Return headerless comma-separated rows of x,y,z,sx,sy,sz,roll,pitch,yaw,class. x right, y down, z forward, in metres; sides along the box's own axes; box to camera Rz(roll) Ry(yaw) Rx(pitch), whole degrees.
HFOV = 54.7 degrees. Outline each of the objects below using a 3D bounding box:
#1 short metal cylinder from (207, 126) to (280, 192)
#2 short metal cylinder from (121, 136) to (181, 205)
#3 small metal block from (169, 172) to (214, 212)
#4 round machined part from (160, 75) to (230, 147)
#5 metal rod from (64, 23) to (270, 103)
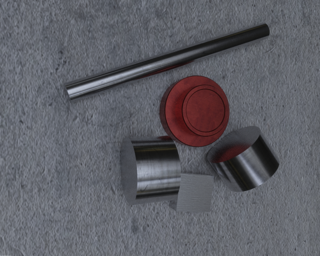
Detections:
0.112,0.041,0.421,0.080,0.080,0.050,-39,103,-16,short metal cylinder
-0.014,0.050,0.375,0.050,0.080,0.079,-2,91,-20,short metal cylinder
0.043,0.087,0.425,0.050,0.025,0.050,7,88,-20,small metal block
0.053,-0.023,0.419,0.099,0.042,0.097,0,90,-20,round machined part
0.023,-0.093,0.417,0.302,0.025,0.025,-22,98,-19,metal rod
